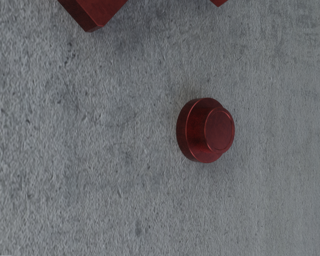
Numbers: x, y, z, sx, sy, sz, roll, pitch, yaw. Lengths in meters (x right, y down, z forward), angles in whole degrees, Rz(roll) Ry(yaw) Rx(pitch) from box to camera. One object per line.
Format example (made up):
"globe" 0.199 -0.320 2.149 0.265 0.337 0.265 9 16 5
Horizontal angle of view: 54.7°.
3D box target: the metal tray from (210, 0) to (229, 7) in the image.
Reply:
"metal tray" 0.049 -0.237 0.423 0.131 0.030 0.090 22 55 -38

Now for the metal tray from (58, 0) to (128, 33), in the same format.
"metal tray" -0.066 -0.184 0.347 0.090 0.030 0.130 48 61 -30

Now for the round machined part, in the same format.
"round machined part" 0.074 0.004 0.458 0.099 0.042 0.097 0 90 -40
